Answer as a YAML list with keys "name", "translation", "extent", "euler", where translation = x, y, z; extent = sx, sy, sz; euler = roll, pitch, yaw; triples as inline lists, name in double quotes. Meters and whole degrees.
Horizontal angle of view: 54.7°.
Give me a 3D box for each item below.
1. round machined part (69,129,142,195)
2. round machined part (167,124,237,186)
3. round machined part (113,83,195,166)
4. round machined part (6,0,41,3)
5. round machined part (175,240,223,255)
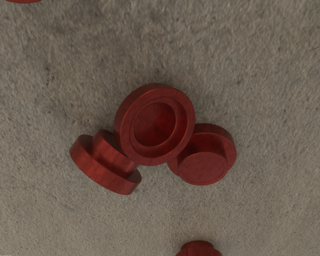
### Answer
- name: "round machined part"
  translation: [-0.062, 0.038, 0.397]
  extent: [0.098, 0.098, 0.042]
  euler: [34, 97, -26]
- name: "round machined part"
  translation: [0.058, 0.044, 0.434]
  extent: [0.099, 0.042, 0.097]
  euler: [-1, 130, 0]
- name: "round machined part"
  translation: [-0.010, -0.007, 0.371]
  extent: [0.099, 0.042, 0.097]
  euler: [-13, 118, -26]
- name: "round machined part"
  translation: [-0.120, -0.160, 0.258]
  extent: [0.099, 0.042, 0.097]
  euler: [-1, 130, 0]
- name: "round machined part"
  translation: [0.077, 0.262, 0.620]
  extent: [0.099, 0.042, 0.097]
  euler: [-1, 130, 0]
